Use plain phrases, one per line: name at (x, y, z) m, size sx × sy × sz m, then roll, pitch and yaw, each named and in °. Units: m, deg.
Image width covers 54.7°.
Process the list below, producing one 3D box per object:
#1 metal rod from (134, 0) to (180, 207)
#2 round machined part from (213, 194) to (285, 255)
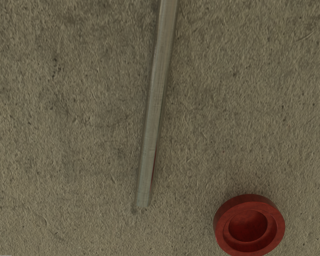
metal rod at (-0.006, -0.031, 0.398) m, size 0.025 × 0.025 × 0.298 m, roll 7°, pitch 110°, yaw -3°
round machined part at (0.127, 0.138, 0.454) m, size 0.099 × 0.042 × 0.097 m, roll 0°, pitch 110°, yaw -1°
